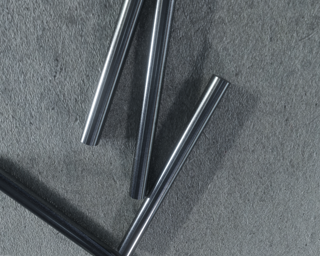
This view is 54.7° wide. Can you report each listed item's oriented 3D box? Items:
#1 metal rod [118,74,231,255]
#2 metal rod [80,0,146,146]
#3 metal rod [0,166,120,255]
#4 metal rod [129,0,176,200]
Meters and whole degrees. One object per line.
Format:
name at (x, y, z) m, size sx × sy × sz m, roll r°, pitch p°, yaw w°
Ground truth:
metal rod at (0.012, 0.064, 0.433) m, size 0.025 × 0.025 × 0.298 m, roll 25°, pitch 108°, yaw -9°
metal rod at (-0.042, -0.113, 0.367) m, size 0.025 × 0.025 × 0.298 m, roll 19°, pitch 109°, yaw -7°
metal rod at (-0.144, 0.142, 0.460) m, size 0.300 × 0.025 × 0.025 m, roll 42°, pitch 105°, yaw -14°
metal rod at (-0.010, -0.043, 0.393) m, size 0.025 × 0.025 × 0.298 m, roll 8°, pitch 110°, yaw -3°
